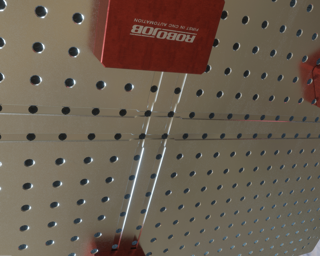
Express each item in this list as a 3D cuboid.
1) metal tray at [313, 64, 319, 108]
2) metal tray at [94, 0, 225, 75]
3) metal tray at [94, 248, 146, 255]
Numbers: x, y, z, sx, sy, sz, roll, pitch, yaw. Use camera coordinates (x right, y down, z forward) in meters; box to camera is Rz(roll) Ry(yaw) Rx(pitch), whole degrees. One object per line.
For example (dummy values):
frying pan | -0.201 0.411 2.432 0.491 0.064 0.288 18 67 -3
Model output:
metal tray | 0.323 -0.095 0.523 0.130 0.030 0.090 -35 129 -5
metal tray | 0.000 -0.110 0.340 0.131 0.030 0.089 -1 119 -28
metal tray | -0.083 0.266 0.527 0.091 0.030 0.129 9 114 -32
